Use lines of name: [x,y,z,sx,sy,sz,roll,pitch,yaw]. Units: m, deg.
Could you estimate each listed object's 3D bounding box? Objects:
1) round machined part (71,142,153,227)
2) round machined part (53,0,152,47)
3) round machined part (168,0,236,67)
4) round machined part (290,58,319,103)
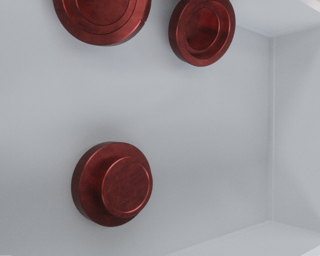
round machined part: [-0.047,0.065,0.358,0.099,0.042,0.097,0,90,-40]
round machined part: [-0.057,-0.136,0.326,0.042,0.098,0.097,-55,134,-76]
round machined part: [0.053,-0.137,0.426,0.099,0.042,0.097,-15,122,-26]
round machined part: [0.327,-0.105,0.677,0.099,0.042,0.097,0,90,-40]
